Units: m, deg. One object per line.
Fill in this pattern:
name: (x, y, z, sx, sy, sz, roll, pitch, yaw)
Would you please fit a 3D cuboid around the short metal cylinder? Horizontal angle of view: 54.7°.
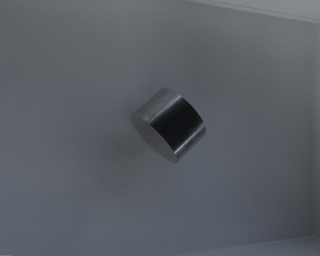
short metal cylinder: (0.010, -0.003, 0.383, 0.050, 0.080, 0.080, -43, 104, -15)
